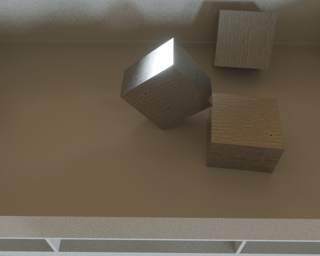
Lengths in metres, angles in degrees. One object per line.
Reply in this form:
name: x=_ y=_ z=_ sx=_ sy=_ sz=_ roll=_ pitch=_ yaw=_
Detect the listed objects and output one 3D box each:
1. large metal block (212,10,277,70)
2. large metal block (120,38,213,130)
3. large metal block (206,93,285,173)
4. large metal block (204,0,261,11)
large metal block: x=0.126 y=-0.134 z=0.475 sx=0.080 sy=0.079 sz=0.050 roll=4 pitch=15 yaw=3
large metal block: x=0.009 y=-0.052 z=0.392 sx=0.080 sy=0.080 sz=0.050 roll=-26 pitch=42 yaw=30
large metal block: x=0.102 y=0.005 z=0.386 sx=0.080 sy=0.050 sz=0.080 roll=5 pitch=50 yaw=4
large metal block: x=0.149 y=-0.272 z=0.622 sx=0.080 sy=0.050 sz=0.080 roll=-35 pitch=59 yaw=-26
